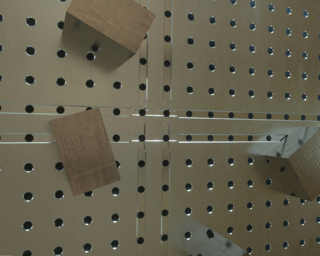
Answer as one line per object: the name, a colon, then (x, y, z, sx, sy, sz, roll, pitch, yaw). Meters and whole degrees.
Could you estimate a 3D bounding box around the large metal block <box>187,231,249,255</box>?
large metal block: (0.092, 0.200, 0.419, 0.050, 0.080, 0.080, -31, 101, -18)

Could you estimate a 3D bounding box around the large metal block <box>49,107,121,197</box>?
large metal block: (-0.088, 0.023, 0.351, 0.050, 0.080, 0.080, -18, 96, -19)

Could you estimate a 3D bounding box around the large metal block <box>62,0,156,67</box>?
large metal block: (-0.062, -0.120, 0.361, 0.080, 0.080, 0.050, 29, 81, -18)

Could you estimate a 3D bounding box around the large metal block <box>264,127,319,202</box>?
large metal block: (0.226, 0.054, 0.485, 0.080, 0.050, 0.080, -36, 102, -17)
